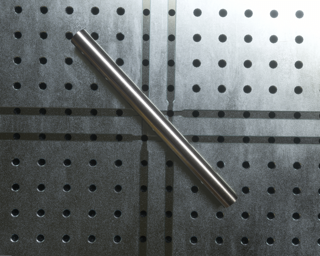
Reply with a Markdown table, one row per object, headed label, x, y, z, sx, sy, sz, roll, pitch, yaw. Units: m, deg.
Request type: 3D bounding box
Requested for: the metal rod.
| label | x | y | z | sx | sy | sz | roll | pitch | yaw |
| --- | --- | --- | --- | --- | --- | --- | --- | --- | --- |
| metal rod | -0.007 | -0.012 | 0.414 | 0.025 | 0.025 | 0.300 | -43 | 90 | 0 |
